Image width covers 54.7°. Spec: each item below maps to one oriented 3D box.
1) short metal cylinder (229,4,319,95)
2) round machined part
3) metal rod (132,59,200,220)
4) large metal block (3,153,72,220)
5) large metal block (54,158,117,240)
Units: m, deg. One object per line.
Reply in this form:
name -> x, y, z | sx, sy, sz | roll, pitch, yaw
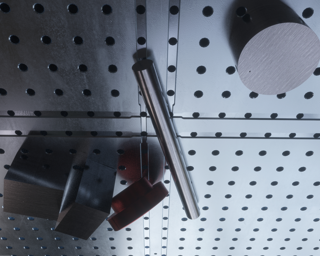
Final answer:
short metal cylinder -> 0.118, -0.082, 0.326 | 0.081, 0.050, 0.079 | 0, 130, 0
round machined part -> -0.039, 0.108, 0.468 | 0.098, 0.098, 0.042 | -37, 85, 27
metal rod -> 0.019, 0.038, 0.444 | 0.025, 0.025, 0.299 | -12, 130, 10
large metal block -> -0.186, 0.091, 0.471 | 0.081, 0.050, 0.079 | 14, 129, -12
large metal block -> -0.110, 0.107, 0.465 | 0.050, 0.080, 0.080 | 26, 125, -19
